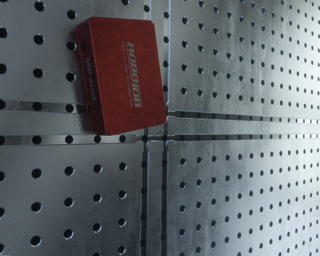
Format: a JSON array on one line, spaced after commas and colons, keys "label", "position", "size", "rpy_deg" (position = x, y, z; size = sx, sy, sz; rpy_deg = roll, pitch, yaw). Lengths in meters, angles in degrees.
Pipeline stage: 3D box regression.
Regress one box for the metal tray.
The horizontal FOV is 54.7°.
[{"label": "metal tray", "position": [-0.042, -0.062, 0.372], "size": [0.091, 0.030, 0.129], "rpy_deg": [-13, 98, -40]}]
